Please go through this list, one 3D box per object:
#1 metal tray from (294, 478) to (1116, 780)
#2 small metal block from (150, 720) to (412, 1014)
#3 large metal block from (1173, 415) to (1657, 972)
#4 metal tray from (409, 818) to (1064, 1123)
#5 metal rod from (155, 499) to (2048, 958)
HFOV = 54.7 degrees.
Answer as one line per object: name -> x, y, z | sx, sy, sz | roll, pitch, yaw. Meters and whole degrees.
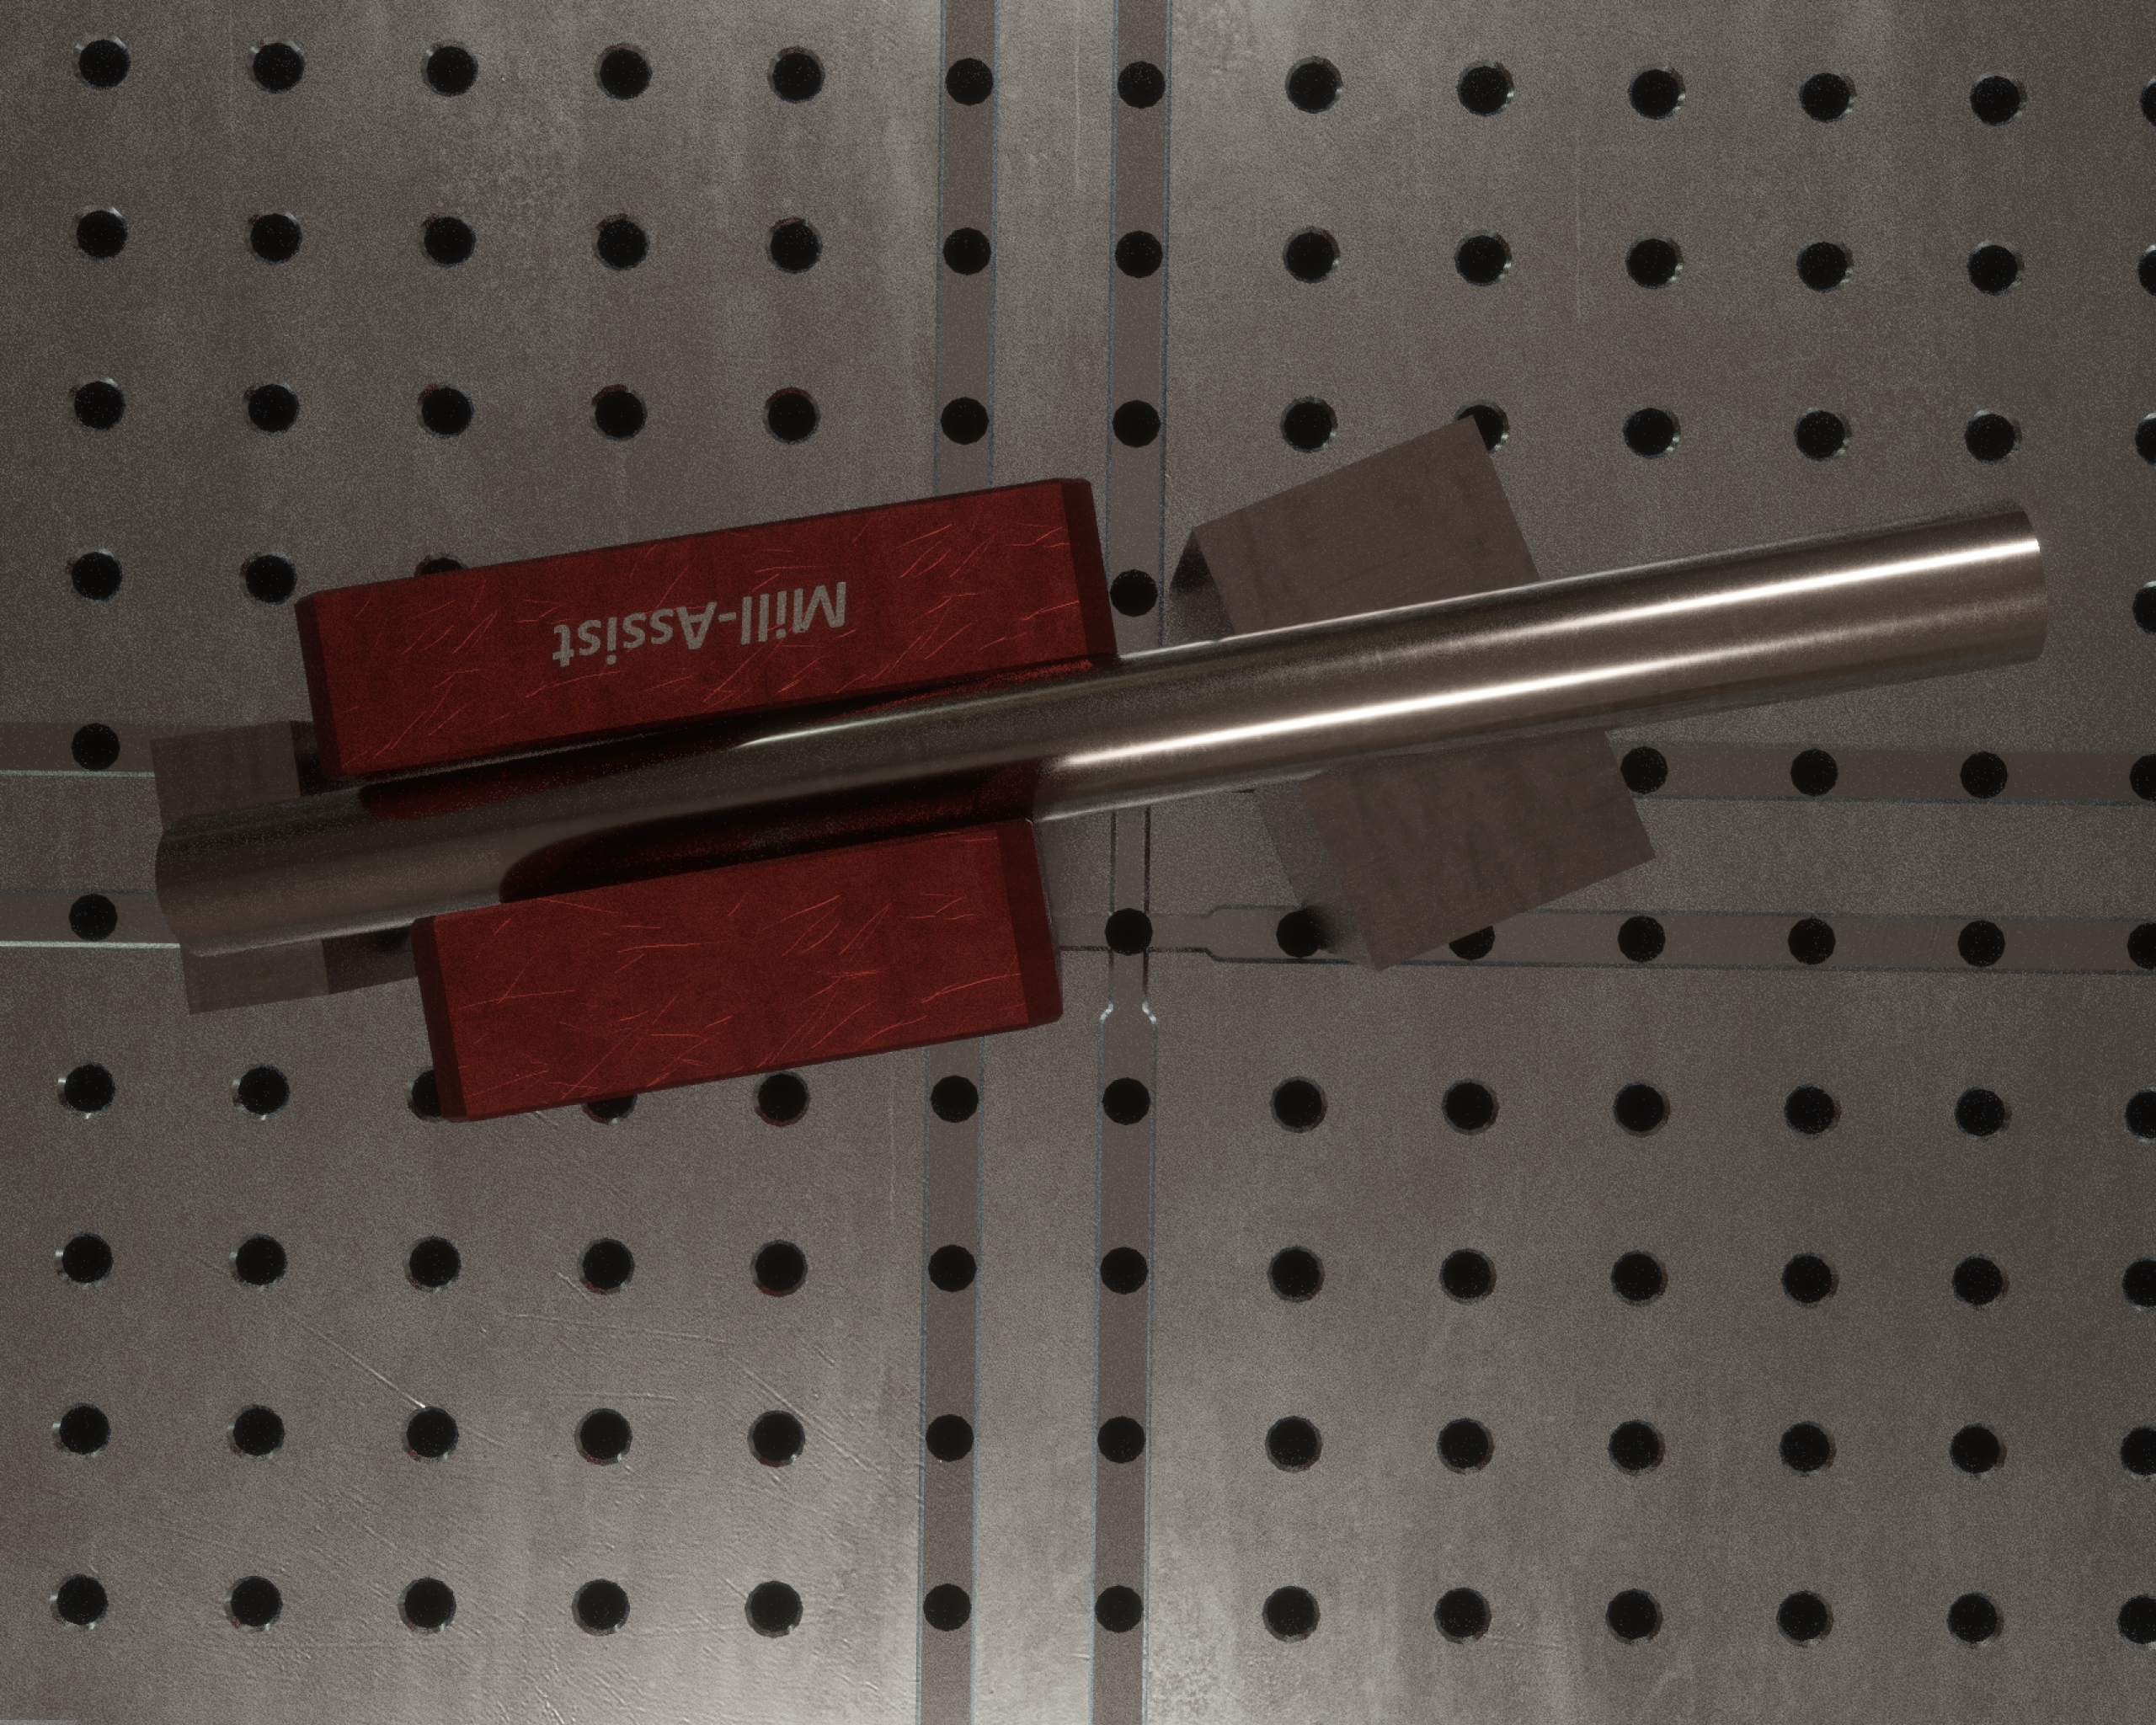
metal tray -> -0.061, -0.039, 0.379 | 0.131, 0.090, 0.030 | -9, 91, -1
small metal block -> -0.150, 0.001, 0.399 | 0.025, 0.050, 0.050 | -8, 90, 0
large metal block -> 0.057, -0.028, 0.386 | 0.050, 0.080, 0.080 | -23, 90, 0
metal tray -> -0.050, 0.015, 0.360 | 0.091, 0.130, 0.030 | -9, 91, -1
metal rod -> -0.005, -0.019, 0.338 | 0.301, 0.025, 0.025 | -9, 90, 9
